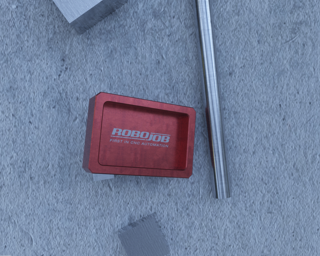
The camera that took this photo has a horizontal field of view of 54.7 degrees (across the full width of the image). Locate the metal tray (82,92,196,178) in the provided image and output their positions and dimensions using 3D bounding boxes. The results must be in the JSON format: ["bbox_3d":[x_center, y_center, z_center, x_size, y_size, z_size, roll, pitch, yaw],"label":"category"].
[{"bbox_3d":[-0.021,0.012,0.375,0.131,0.030,0.090,8,82,-26],"label":"metal tray"}]

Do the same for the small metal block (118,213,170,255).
[{"bbox_3d":[-0.021,0.149,0.410,0.050,0.025,0.050,-25,90,-1],"label":"small metal block"}]

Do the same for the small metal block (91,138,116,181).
[{"bbox_3d":[-0.070,0.037,0.396,0.025,0.050,0.050,-10,90,2],"label":"small metal block"}]

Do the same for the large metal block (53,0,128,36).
[{"bbox_3d":[-0.099,-0.181,0.396,0.080,0.050,0.080,-36,90,0],"label":"large metal block"}]

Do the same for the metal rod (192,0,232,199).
[{"bbox_3d":[0.067,-0.058,0.410,0.025,0.025,0.298,-6,90,-1],"label":"metal rod"}]
